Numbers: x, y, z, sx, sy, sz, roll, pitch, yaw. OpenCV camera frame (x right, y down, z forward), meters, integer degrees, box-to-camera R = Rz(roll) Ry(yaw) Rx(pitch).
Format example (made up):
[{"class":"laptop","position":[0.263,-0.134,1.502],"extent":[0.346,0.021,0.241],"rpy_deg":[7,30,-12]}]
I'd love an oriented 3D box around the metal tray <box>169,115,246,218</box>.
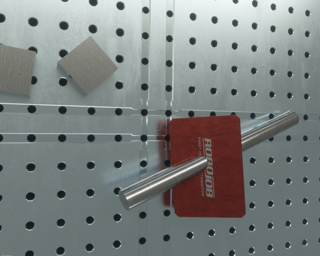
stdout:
[{"class":"metal tray","position":[0.063,0.050,0.408],"extent":[0.090,0.030,0.129],"rpy_deg":[-3,92,15]}]

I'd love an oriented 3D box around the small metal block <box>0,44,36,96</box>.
[{"class":"small metal block","position":[-0.170,-0.065,0.350],"extent":[0.050,0.025,0.050],"rpy_deg":[8,87,-20]}]

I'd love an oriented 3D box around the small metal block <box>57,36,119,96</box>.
[{"class":"small metal block","position":[-0.088,-0.075,0.380],"extent":[0.050,0.025,0.050],"rpy_deg":[-44,104,-15]}]

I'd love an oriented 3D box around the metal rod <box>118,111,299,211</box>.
[{"class":"metal rod","position":[0.084,0.033,0.420],"extent":[0.302,0.025,0.025],"rpy_deg":[-21,98,-27]}]
